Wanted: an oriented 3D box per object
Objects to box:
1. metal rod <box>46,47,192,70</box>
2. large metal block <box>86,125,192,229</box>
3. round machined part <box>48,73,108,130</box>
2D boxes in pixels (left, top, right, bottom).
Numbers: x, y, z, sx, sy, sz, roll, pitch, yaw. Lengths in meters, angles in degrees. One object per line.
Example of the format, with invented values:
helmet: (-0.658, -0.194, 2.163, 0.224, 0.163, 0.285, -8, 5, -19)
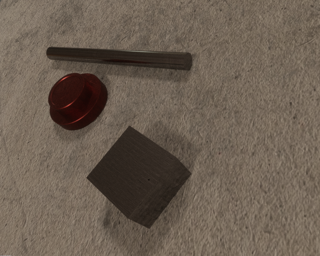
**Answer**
metal rod: (-0.085, -0.119, 0.519, 0.300, 0.025, 0.025, 11, 68, 32)
large metal block: (-0.025, 0.056, 0.365, 0.080, 0.050, 0.080, 32, 79, 37)
round machined part: (-0.136, -0.049, 0.492, 0.098, 0.042, 0.098, -13, 56, 20)
